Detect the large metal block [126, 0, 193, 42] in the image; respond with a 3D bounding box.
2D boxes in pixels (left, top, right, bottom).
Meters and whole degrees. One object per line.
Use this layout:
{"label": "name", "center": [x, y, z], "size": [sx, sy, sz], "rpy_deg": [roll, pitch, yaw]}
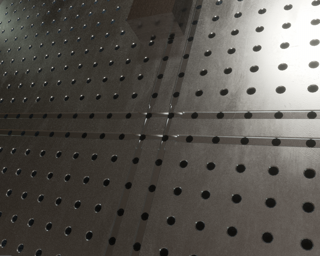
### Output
{"label": "large metal block", "center": [0.001, -0.194, 0.509], "size": [0.080, 0.050, 0.080], "rpy_deg": [0, 62, 28]}
